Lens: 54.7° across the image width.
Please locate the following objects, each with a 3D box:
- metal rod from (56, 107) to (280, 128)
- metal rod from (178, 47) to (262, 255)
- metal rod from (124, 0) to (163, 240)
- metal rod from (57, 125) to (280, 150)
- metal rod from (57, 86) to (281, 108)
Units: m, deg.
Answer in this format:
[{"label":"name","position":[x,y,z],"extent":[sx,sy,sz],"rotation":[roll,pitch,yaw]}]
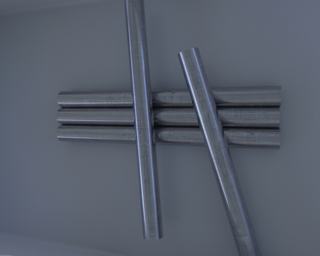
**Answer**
[{"label":"metal rod","position":[-0.003,-0.015,0.409],"extent":[0.301,0.025,0.025],"rotation":[1,91,19]},{"label":"metal rod","position":[0.076,0.054,0.360],"extent":[0.025,0.025,0.298],"rotation":[-17,91,19]},{"label":"metal rod","position":[-0.021,-0.013,0.389],"extent":[0.025,0.025,0.298],"rotation":[-5,88,19]},{"label":"metal rod","position":[-0.003,0.010,0.409],"extent":[0.301,0.025,0.025],"rotation":[1,91,19]},{"label":"metal rod","position":[-0.002,-0.040,0.409],"extent":[0.301,0.025,0.025],"rotation":[1,91,19]}]
